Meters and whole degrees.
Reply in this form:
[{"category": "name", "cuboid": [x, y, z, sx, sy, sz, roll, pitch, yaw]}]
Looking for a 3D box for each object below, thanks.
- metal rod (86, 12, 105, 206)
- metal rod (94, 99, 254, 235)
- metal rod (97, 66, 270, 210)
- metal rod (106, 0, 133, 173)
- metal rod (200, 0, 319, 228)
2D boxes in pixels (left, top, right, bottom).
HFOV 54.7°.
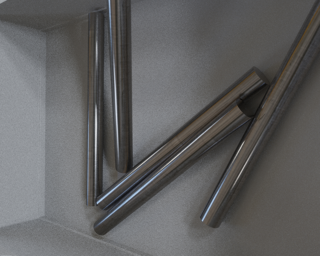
[{"category": "metal rod", "cuboid": [-0.102, -0.029, 0.487, 0.025, 0.025, 0.298, 1, 91, 39]}, {"category": "metal rod", "cuboid": [-0.003, 0.067, 0.397, 0.299, 0.025, 0.025, -44, 64, 33]}, {"category": "metal rod", "cuboid": [0.009, 0.030, 0.397, 0.299, 0.025, 0.025, -42, 65, 31]}, {"category": "metal rod", "cuboid": [-0.046, -0.064, 0.364, 0.025, 0.025, 0.298, 32, 135, 35]}, {"category": "metal rod", "cuboid": [0.114, -0.023, 0.311, 0.025, 0.025, 0.298, 36, 112, 34]}]
